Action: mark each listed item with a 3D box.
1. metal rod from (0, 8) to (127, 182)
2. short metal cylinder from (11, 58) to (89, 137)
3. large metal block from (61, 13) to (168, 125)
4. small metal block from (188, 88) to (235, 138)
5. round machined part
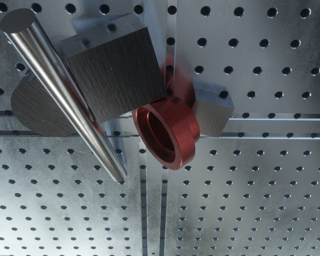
[{"bbox_3d":[-0.080,-0.002,0.343,0.025,0.025,0.299,-6,150,5],"label":"metal rod"},{"bbox_3d":[-0.124,-0.036,0.363,0.081,0.050,0.079,0,130,0],"label":"short metal cylinder"},{"bbox_3d":[-0.046,-0.062,0.326,0.080,0.050,0.080,-24,129,-6],"label":"large metal block"},{"bbox_3d":[0.060,-0.018,0.397,0.050,0.025,0.050,12,129,-11],"label":"small metal block"},{"bbox_3d":[0.011,-0.001,0.376,0.042,0.098,0.097,-31,134,-23],"label":"round machined part"}]
